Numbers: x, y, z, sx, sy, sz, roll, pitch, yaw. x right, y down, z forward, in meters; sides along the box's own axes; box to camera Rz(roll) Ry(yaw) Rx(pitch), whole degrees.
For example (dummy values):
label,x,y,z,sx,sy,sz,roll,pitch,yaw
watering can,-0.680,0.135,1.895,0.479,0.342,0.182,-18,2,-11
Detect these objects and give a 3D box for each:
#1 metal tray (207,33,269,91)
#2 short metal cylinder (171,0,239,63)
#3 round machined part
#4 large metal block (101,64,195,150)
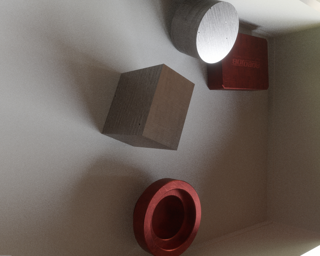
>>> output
label,x,y,z,sx,sy,sz,roll,pitch,yaw
metal tray,0.132,-0.109,0.517,0.131,0.030,0.089,-5,93,-40
short metal cylinder,0.062,-0.135,0.426,0.081,0.050,0.079,-23,129,-32
round machined part,0.005,0.114,0.402,0.099,0.042,0.097,0,90,-40
large metal block,-0.015,-0.022,0.360,0.050,0.080,0.080,26,74,-38
